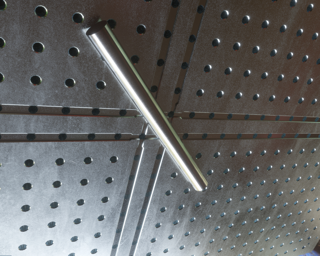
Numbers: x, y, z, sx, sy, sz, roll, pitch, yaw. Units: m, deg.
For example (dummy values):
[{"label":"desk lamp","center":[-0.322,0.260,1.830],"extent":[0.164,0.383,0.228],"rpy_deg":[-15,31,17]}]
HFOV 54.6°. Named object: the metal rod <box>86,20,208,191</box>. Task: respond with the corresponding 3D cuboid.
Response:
[{"label":"metal rod","center":[0.001,-0.005,0.408],"extent":[0.025,0.025,0.300],"rpy_deg":[-37,129,-4]}]
